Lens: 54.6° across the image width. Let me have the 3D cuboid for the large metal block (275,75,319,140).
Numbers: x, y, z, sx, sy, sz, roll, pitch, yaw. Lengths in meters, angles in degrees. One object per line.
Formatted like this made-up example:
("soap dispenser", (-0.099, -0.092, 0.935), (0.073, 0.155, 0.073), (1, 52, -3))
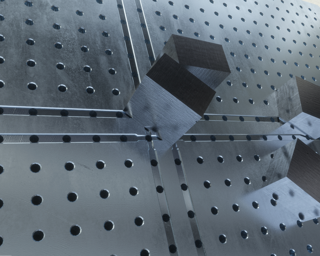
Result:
("large metal block", (0.259, -0.036, 0.552), (0.080, 0.050, 0.080), (18, 55, -18))

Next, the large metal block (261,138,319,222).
("large metal block", (0.207, 0.076, 0.456), (0.080, 0.050, 0.080), (38, 51, -2))

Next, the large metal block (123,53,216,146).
("large metal block", (0.010, -0.034, 0.399), (0.080, 0.080, 0.050), (37, 51, -4))

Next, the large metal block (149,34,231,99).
("large metal block", (0.039, -0.080, 0.442), (0.081, 0.080, 0.050), (4, 60, -26))
